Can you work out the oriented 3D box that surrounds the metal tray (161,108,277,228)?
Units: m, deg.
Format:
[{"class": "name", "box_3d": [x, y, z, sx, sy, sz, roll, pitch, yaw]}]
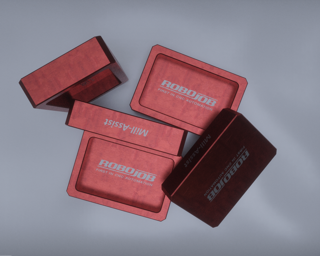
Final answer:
[{"class": "metal tray", "box_3d": [0.076, 0.051, 0.389, 0.090, 0.030, 0.130, 39, 90, -29]}]

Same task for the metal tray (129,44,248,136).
[{"class": "metal tray", "box_3d": [0.037, -0.043, 0.408, 0.131, 0.030, 0.090, 21, 90, -1]}]

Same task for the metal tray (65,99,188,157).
[{"class": "metal tray", "box_3d": [-0.036, -0.001, 0.376, 0.131, 0.090, 0.030, 16, 90, -1]}]

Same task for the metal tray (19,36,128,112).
[{"class": "metal tray", "box_3d": [-0.088, -0.054, 0.355, 0.090, 0.130, 0.030, -30, 91, 0]}]

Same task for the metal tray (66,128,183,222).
[{"class": "metal tray", "box_3d": [-0.044, 0.059, 0.405, 0.131, 0.030, 0.090, 16, 90, -1]}]
